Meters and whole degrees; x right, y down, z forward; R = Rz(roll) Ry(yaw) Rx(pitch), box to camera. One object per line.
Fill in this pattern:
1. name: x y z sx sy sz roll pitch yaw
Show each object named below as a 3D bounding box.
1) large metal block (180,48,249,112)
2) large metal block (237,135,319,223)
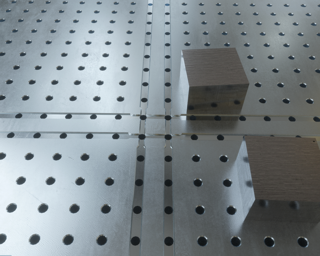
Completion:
1. large metal block: 0.075 -0.071 0.452 0.081 0.050 0.080 -3 50 -3
2. large metal block: 0.135 0.056 0.346 0.081 0.050 0.080 2 50 1
